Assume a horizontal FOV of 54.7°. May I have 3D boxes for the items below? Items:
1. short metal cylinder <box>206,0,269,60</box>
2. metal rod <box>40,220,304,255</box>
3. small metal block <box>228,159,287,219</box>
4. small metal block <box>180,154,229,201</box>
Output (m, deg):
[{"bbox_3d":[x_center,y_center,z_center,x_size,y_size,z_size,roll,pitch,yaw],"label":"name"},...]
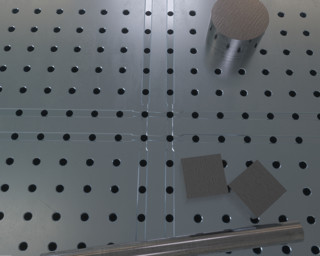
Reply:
[{"bbox_3d":[0.111,-0.147,0.453,0.081,0.050,0.080,0,70,0],"label":"short metal cylinder"},{"bbox_3d":[0.015,0.139,0.360,0.302,0.025,0.025,-7,70,-3],"label":"metal rod"},{"bbox_3d":[0.117,0.076,0.384,0.050,0.025,0.050,-38,74,-13],"label":"small metal block"},{"bbox_3d":[0.054,0.062,0.389,0.050,0.025,0.050,-7,70,-3],"label":"small metal block"}]
